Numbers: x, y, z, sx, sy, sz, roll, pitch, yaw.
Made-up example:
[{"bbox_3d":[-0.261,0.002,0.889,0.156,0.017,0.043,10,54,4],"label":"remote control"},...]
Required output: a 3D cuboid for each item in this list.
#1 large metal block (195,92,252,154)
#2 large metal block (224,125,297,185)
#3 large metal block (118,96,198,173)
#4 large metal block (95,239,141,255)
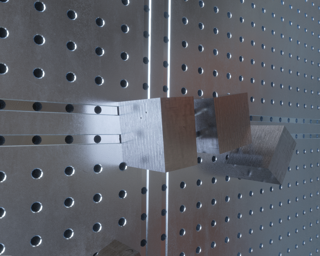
[{"bbox_3d":[0.093,-0.009,0.473,0.081,0.050,0.079,-12,98,-40],"label":"large metal block"},{"bbox_3d":[0.168,0.042,0.518,0.050,0.080,0.080,44,63,-32],"label":"large metal block"},{"bbox_3d":[-0.004,0.005,0.372,0.050,0.080,0.079,-7,95,-40],"label":"large metal block"},{"bbox_3d":[-0.055,0.190,0.349,0.081,0.050,0.080,-30,109,-36],"label":"large metal block"}]
